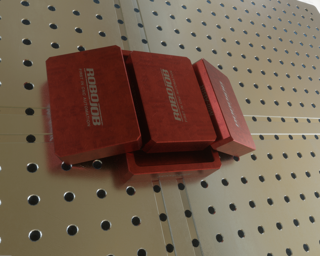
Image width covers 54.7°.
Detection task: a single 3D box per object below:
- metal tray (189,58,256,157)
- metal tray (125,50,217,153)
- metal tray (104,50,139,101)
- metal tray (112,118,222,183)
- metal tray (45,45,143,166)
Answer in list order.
[{"bbox_3d":[0.088,-0.028,0.447,0.090,0.030,0.130,19,49,-51],"label":"metal tray"},{"bbox_3d":[0.010,-0.035,0.394,0.091,0.030,0.130,0,62,-29],"label":"metal tray"},{"bbox_3d":[-0.012,-0.061,0.437,0.131,0.030,0.090,0,62,-28],"label":"metal tray"},{"bbox_3d":[0.009,0.019,0.400,0.131,0.030,0.090,0,62,-28],"label":"metal tray"},{"bbox_3d":[-0.078,-0.030,0.359,0.091,0.030,0.130,-12,66,-6],"label":"metal tray"}]
